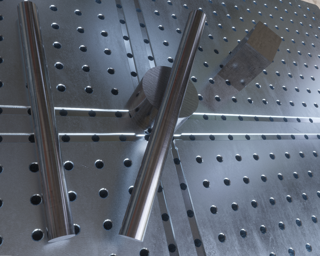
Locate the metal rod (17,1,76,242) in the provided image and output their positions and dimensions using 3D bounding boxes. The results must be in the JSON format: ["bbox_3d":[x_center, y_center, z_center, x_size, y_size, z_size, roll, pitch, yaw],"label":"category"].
[{"bbox_3d":[-0.134,-0.027,0.352,0.025,0.025,0.299,-3,63,-30],"label":"metal rod"}]

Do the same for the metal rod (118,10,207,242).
[{"bbox_3d":[0.012,-0.023,0.363,0.025,0.025,0.300,24,64,-14],"label":"metal rod"}]

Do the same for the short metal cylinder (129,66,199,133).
[{"bbox_3d":[0.004,-0.036,0.416,0.081,0.050,0.080,14,56,-21],"label":"short metal cylinder"}]

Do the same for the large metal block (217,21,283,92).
[{"bbox_3d":[0.153,-0.122,0.530,0.050,0.080,0.080,38,51,-3],"label":"large metal block"}]
